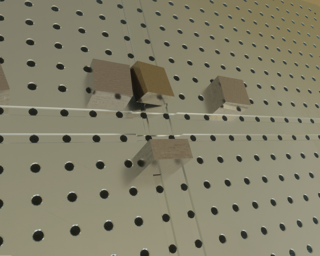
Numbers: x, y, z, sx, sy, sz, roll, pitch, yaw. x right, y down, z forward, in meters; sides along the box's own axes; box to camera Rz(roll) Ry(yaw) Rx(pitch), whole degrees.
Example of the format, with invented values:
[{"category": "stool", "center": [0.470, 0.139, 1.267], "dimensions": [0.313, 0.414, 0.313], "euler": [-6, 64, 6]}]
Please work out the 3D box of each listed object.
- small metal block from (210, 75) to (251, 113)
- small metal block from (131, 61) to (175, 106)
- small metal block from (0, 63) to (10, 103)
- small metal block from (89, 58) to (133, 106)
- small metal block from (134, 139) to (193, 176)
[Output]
[{"category": "small metal block", "center": [0.113, -0.054, 0.501], "dimensions": [0.050, 0.025, 0.050], "euler": [5, 60, -26]}, {"category": "small metal block", "center": [-0.013, -0.061, 0.430], "dimensions": [0.050, 0.025, 0.050], "euler": [5, 59, -44]}, {"category": "small metal block", "center": [-0.196, -0.051, 0.334], "dimensions": [0.050, 0.025, 0.050], "euler": [-16, 70, -34]}, {"category": "small metal block", "center": [-0.066, -0.060, 0.409], "dimensions": [0.050, 0.025, 0.050], "euler": [5, 59, -25]}, {"category": "small metal block", "center": [0.003, 0.035, 0.372], "dimensions": [0.050, 0.050, 0.025], "euler": [1, 62, -28]}]
